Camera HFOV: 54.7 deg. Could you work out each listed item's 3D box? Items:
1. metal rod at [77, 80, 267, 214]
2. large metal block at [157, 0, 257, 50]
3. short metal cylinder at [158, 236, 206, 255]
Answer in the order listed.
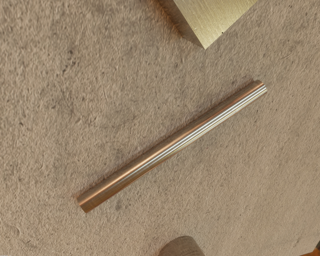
[{"bbox_3d":[0.022,0.022,0.432,0.301,0.025,0.025,-33,129,-7],"label":"metal rod"},{"bbox_3d":[0.045,-0.145,0.326,0.080,0.050,0.080,-43,130,2],"label":"large metal block"},{"bbox_3d":[0.043,0.245,0.566,0.081,0.050,0.079,-14,124,-21],"label":"short metal cylinder"}]
